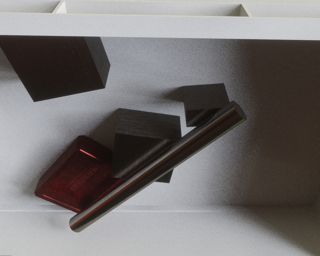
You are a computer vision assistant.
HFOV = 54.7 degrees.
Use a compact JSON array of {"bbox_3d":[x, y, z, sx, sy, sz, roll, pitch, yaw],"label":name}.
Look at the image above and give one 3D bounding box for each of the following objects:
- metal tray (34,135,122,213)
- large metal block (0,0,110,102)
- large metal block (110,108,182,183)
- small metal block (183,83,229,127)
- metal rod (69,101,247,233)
[{"bbox_3d":[-0.117,0.076,0.468,0.090,0.030,0.129,33,123,-25],"label":"metal tray"},{"bbox_3d":[-0.106,-0.080,0.323,0.080,0.050,0.080,-10,130,8],"label":"large metal block"},{"bbox_3d":[-0.020,0.025,0.414,0.081,0.050,0.079,7,130,-7],"label":"large metal block"},{"bbox_3d":[0.055,-0.028,0.370,0.050,0.050,0.025,-4,130,3],"label":"small metal block"},{"bbox_3d":[-0.021,0.063,0.396,0.025,0.025,0.299,37,121,-27],"label":"metal rod"}]
